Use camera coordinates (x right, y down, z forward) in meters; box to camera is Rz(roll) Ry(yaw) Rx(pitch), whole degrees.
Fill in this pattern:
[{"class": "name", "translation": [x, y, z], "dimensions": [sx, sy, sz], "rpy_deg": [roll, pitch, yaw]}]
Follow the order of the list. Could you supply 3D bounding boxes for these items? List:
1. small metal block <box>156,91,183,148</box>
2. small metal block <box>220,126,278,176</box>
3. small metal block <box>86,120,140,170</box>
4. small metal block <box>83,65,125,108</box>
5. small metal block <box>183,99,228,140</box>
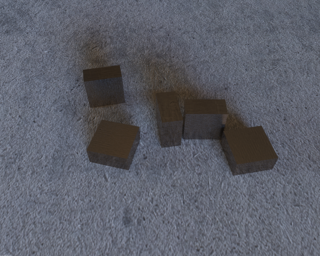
[{"class": "small metal block", "translation": [0.011, -0.011, 0.396], "dimensions": [0.025, 0.050, 0.050], "rpy_deg": [-7, 51, -6]}, {"class": "small metal block", "translation": [0.108, 0.027, 0.381], "dimensions": [0.050, 0.025, 0.050], "rpy_deg": [-8, 51, -7]}, {"class": "small metal block", "translation": [-0.056, 0.020, 0.386], "dimensions": [0.050, 0.025, 0.050], "rpy_deg": [11, 51, 9]}, {"class": "small metal block", "translation": [-0.078, -0.058, 0.435], "dimensions": [0.050, 0.050, 0.025], "rpy_deg": [-9, 51, -8]}, {"class": "small metal block", "translation": [0.056, -0.010, 0.396], "dimensions": [0.050, 0.050, 0.025], "rpy_deg": [0, 50, 0]}]
